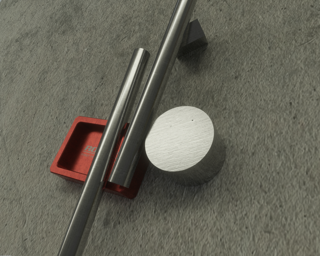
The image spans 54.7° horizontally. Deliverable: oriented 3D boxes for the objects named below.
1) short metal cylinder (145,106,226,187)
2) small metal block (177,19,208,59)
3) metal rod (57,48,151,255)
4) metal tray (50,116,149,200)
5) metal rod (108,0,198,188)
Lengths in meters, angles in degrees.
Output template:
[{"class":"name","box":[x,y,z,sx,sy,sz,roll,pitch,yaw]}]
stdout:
[{"class":"short metal cylinder","box":[0.030,0.022,0.358,0.080,0.050,0.080,-13,56,20]},{"class":"small metal block","box":[0.038,-0.125,0.440,0.050,0.050,0.025,-24,87,13]},{"class":"metal rod","box":[-0.064,0.026,0.380,0.025,0.025,0.300,2,62,29]},{"class":"metal tray","box":[-0.077,0.035,0.417,0.130,0.030,0.090,8,66,31]},{"class":"metal rod","box":[0.002,-0.073,0.386,0.025,0.025,0.299,11,73,32]}]
